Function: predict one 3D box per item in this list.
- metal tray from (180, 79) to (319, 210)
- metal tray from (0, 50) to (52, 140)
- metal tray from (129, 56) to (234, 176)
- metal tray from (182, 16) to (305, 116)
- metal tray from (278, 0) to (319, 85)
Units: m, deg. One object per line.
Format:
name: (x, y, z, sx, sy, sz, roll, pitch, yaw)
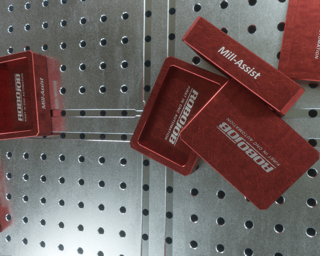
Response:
metal tray: (0.099, 0.018, 0.355, 0.130, 0.030, 0.090, 42, 99, 0)
metal tray: (-0.222, -0.049, 0.489, 0.090, 0.030, 0.129, -6, 88, 20)
metal tray: (0.027, -0.016, 0.400, 0.090, 0.030, 0.129, 26, 99, 18)
metal tray: (0.093, -0.064, 0.345, 0.130, 0.090, 0.030, 41, 103, 15)
metal tray: (0.187, -0.114, 0.343, 0.090, 0.030, 0.129, 9, 93, 19)
